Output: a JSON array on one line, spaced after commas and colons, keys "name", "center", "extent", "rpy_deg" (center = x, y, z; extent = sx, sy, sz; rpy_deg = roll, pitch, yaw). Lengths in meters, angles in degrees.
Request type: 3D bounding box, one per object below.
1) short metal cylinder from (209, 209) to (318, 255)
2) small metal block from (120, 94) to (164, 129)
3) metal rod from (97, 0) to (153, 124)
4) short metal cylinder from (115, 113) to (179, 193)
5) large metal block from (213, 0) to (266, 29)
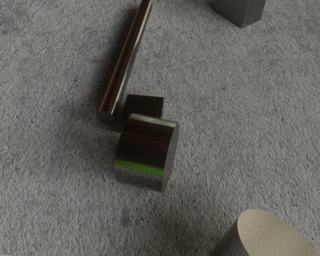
[{"name": "short metal cylinder", "center": [0.090, 0.118, 0.267], "extent": [0.080, 0.050, 0.080], "rpy_deg": [21, 28, -12]}, {"name": "small metal block", "center": [-0.022, -0.017, 0.418], "extent": [0.050, 0.025, 0.050], "rpy_deg": [5, 50, 4]}, {"name": "metal rod", "center": [-0.049, -0.127, 0.509], "extent": [0.025, 0.025, 0.300], "rpy_deg": [7, 50, 5]}, {"name": "short metal cylinder", "center": [-0.012, 0.027, 0.345], "extent": [0.050, 0.080, 0.080], "rpy_deg": [12, 51, 9]}, {"name": "large metal block", "center": [0.150, -0.247, 0.577], "extent": [0.050, 0.080, 0.080], "rpy_deg": [-28, 56, -22]}]
